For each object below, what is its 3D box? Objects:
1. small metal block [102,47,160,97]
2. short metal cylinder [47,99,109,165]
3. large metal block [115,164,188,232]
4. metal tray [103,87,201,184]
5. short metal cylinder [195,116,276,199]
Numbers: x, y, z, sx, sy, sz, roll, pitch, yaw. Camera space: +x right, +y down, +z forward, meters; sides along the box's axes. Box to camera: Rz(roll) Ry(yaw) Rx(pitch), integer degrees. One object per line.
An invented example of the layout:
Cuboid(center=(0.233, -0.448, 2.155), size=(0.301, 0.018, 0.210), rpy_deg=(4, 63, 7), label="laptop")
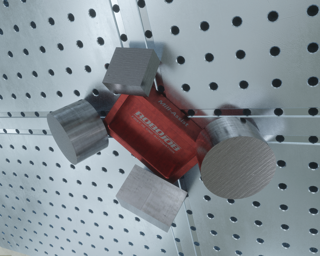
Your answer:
Cuboid(center=(-0.033, -0.067, 0.368), size=(0.050, 0.050, 0.025), rpy_deg=(9, 160, 23), label="small metal block")
Cuboid(center=(-0.117, 0.005, 0.441), size=(0.080, 0.050, 0.079), rpy_deg=(37, 143, 35), label="short metal cylinder")
Cuboid(center=(-0.011, 0.103, 0.442), size=(0.080, 0.050, 0.080), rpy_deg=(27, 158, 10), label="large metal block")
Cuboid(center=(-0.006, 0.007, 0.415), size=(0.130, 0.030, 0.090), rpy_deg=(41, 129, -1), label="metal tray")
Cuboid(center=(0.083, 0.033, 0.352), size=(0.081, 0.050, 0.079), rpy_deg=(-1, 116, -1), label="short metal cylinder")
